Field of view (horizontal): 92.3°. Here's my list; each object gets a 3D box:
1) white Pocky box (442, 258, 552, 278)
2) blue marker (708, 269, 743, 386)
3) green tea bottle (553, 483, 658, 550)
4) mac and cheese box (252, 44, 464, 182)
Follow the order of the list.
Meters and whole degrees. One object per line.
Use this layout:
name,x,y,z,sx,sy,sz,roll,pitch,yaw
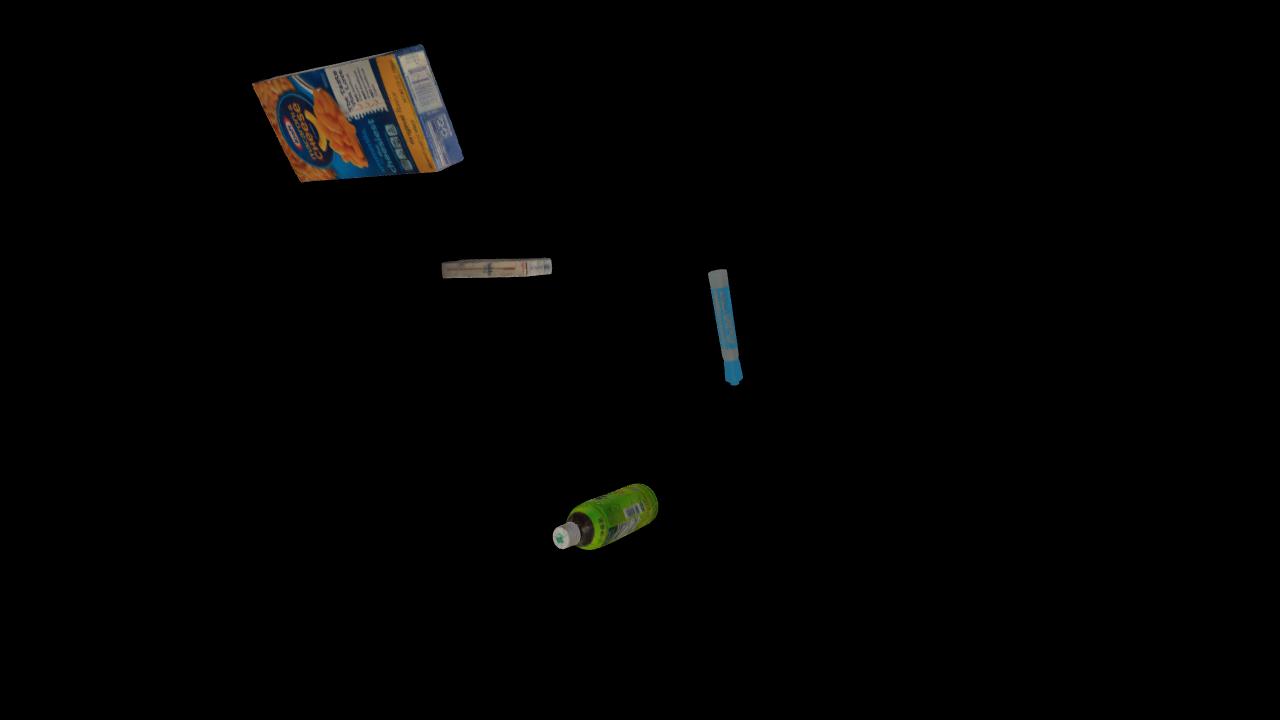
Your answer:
white Pocky box,-0.227,-0.147,0.977,0.154,0.028,0.084,2,12,19
blue marker,0.088,-0.031,0.624,0.020,0.121,0.020,-11,17,3
green tea bottle,-0.051,0.237,0.920,0.073,0.073,0.212,0,0,30
mac and cheese box,-0.246,-0.207,0.533,0.184,0.093,0.041,5,37,28
